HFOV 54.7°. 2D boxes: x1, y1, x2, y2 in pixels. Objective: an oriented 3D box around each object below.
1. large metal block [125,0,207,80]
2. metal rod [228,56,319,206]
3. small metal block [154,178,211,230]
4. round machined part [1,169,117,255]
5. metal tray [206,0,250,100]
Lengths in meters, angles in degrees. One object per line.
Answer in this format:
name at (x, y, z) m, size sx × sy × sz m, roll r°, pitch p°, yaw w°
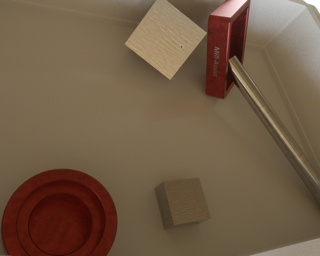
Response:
large metal block at (0.010, -0.127, 0.446) m, size 0.080 × 0.080 × 0.050 m, roll 38°, pitch 13°, yaw -3°
metal rod at (0.191, 0.019, 0.472) m, size 0.025 × 0.025 × 0.299 m, roll -34°, pitch 89°, yaw -38°
small metal block at (0.026, 0.089, 0.367) m, size 0.050 × 0.025 × 0.050 m, roll -1°, pitch 62°, yaw -29°
round machined part at (-0.094, 0.091, 0.289) m, size 0.099 × 0.042 × 0.098 m, roll 14°, pitch 56°, yaw -21°
metal tray at (0.103, -0.121, 0.471) m, size 0.030 × 0.129 × 0.090 m, roll 18°, pitch 45°, yaw 24°
